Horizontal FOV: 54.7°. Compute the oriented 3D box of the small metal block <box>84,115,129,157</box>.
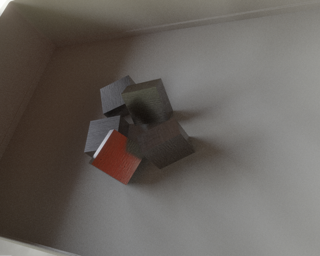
[{"bbox_3d":[-0.074,0.014,0.434,0.050,0.025,0.050,-10,58,22],"label":"small metal block"}]

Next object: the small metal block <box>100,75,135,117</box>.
[{"bbox_3d":[-0.059,-0.044,0.462,0.050,0.025,0.050,-24,53,13],"label":"small metal block"}]

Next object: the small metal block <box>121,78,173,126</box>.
[{"bbox_3d":[-0.016,-0.034,0.414,0.050,0.050,0.025,-9,30,23],"label":"small metal block"}]

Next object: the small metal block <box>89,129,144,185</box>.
[{"bbox_3d":[-0.053,0.037,0.391,0.050,0.050,0.025,-59,16,-14],"label":"small metal block"}]

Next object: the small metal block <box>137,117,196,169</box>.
[{"bbox_3d":[0.008,0.020,0.372,0.050,0.050,0.025,-28,53,11],"label":"small metal block"}]
